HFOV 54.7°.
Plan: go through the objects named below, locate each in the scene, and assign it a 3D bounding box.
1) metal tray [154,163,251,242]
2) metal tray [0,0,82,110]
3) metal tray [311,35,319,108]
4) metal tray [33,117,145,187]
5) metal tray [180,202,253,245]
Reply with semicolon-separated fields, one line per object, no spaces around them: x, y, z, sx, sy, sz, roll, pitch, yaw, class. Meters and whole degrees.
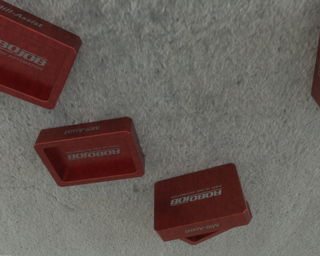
0.057;0.108;0.457;0.130;0.090;0.030;-16;128;13;metal tray
-0.162;-0.082;0.331;0.131;0.030;0.089;22;127;-19;metal tray
0.223;-0.084;0.336;0.090;0.030;0.129;-9;130;7;metal tray
-0.094;0.036;0.433;0.131;0.030;0.090;-8;130;6;metal tray
0.078;0.152;0.530;0.130;0.030;0.090;-36;126;26;metal tray
